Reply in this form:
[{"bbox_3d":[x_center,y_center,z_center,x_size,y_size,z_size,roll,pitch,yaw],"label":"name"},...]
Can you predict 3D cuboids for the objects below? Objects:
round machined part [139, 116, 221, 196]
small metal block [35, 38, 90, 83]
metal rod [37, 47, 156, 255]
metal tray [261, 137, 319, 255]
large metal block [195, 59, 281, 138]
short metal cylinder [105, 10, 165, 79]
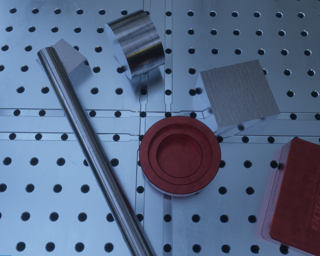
[{"bbox_3d":[0.024,0.037,0.390,0.099,0.042,0.098,0,70,-1],"label":"round machined part"},{"bbox_3d":[-0.138,-0.092,0.444,0.050,0.025,0.050,40,74,13],"label":"small metal block"},{"bbox_3d":[-0.083,0.028,0.385,0.025,0.025,0.299,-26,78,-9],"label":"metal rod"},{"bbox_3d":[0.188,0.087,0.380,0.090,0.030,0.130,20,71,6],"label":"metal tray"},{"bbox_3d":[0.100,-0.037,0.413,0.081,0.050,0.080,-13,71,-5],"label":"large metal block"},{"bbox_3d":[-0.034,-0.113,0.424,0.050,0.080,0.080,-27,73,-9],"label":"short metal cylinder"}]
